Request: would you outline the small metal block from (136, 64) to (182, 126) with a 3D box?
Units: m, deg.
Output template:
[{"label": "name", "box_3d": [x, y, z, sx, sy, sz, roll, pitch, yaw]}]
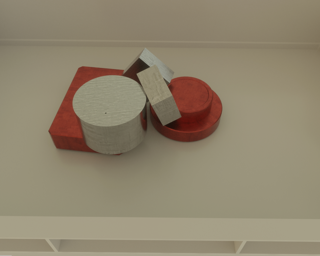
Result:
[{"label": "small metal block", "box_3d": [0.000, -0.038, 0.368, 0.025, 0.050, 0.050, -26, 60, 2]}]

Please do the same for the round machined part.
[{"label": "round machined part", "box_3d": [0.035, -0.032, 0.419, 0.099, 0.042, 0.098, 0, 50, 0]}]

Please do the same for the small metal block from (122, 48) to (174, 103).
[{"label": "small metal block", "box_3d": [-0.018, -0.069, 0.411, 0.050, 0.050, 0.025, 38, 44, -17]}]

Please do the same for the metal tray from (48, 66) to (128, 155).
[{"label": "metal tray", "box_3d": [-0.082, -0.028, 0.420, 0.091, 0.030, 0.130, 6, 50, 4]}]

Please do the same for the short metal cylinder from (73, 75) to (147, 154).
[{"label": "short metal cylinder", "box_3d": [-0.056, -0.016, 0.361, 0.081, 0.050, 0.080, 0, 50, 0]}]
